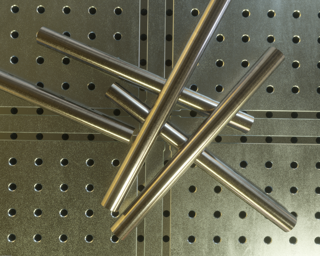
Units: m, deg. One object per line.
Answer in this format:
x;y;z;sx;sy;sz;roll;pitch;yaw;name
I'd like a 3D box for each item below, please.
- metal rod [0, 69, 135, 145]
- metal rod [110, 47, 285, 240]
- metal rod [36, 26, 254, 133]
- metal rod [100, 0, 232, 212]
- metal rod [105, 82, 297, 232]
-0.176;-0.048;0.410;0.301;0.025;0.025;23;90;-1;metal rod
0.047;0.019;0.387;0.025;0.025;0.300;41;90;-1;metal rod
-0.019;-0.064;0.413;0.301;0.025;0.025;23;90;-1;metal rod
0.008;-0.034;0.387;0.025;0.025;0.299;28;90;-1;metal rod
0.054;0.039;0.414;0.301;0.025;0.025;37;90;-1;metal rod
